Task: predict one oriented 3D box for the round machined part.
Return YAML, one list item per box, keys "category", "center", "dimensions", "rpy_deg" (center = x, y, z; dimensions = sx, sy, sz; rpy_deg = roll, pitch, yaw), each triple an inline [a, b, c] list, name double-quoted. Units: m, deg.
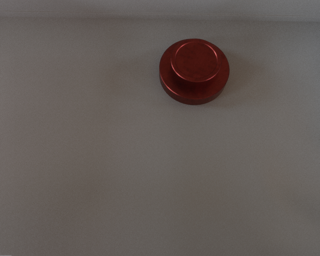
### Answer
- category: "round machined part"
  center: [0.048, -0.085, 0.432]
  dimensions: [0.099, 0.042, 0.098]
  rpy_deg: [0, 70, -1]
